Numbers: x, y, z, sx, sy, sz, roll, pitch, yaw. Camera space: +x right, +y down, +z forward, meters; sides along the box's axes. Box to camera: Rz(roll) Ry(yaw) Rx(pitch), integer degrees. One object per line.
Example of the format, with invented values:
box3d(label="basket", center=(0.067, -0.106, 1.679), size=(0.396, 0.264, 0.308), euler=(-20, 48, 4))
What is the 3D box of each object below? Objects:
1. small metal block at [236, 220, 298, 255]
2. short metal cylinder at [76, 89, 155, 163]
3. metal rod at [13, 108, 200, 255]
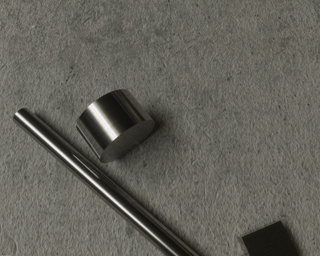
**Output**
box3d(label="small metal block", center=(0.125, 0.141, 0.358), size=(0.050, 0.025, 0.050), euler=(-20, 71, -7))
box3d(label="short metal cylinder", center=(-0.053, -0.002, 0.379), size=(0.080, 0.080, 0.050), euler=(-36, 74, -12))
box3d(label="metal rod", center=(-0.069, 0.073, 0.380), size=(0.300, 0.025, 0.025), euler=(38, 74, 12))
